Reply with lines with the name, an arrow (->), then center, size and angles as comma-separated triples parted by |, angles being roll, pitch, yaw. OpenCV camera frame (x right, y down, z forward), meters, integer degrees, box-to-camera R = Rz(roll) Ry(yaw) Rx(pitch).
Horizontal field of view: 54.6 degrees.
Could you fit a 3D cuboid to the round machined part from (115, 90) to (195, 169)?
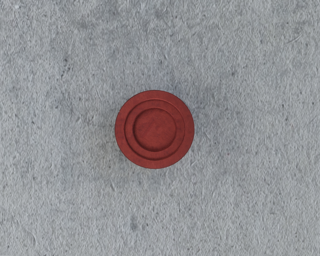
round machined part -> -0.007, 0.002, 0.401 | 0.099, 0.042, 0.097 | 0, 90, 0
